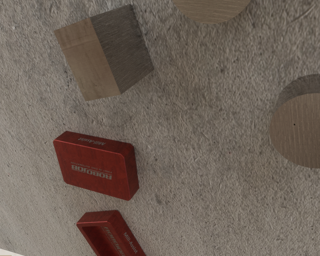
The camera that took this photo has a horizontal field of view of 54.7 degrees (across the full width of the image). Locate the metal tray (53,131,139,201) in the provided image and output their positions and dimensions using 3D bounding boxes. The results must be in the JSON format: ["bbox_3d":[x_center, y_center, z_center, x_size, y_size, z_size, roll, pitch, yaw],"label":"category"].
[{"bbox_3d":[-0.101,0.059,0.494,0.130,0.030,0.089,10,123,23],"label":"metal tray"}]

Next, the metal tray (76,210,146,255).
[{"bbox_3d":[-0.089,0.217,0.584,0.090,0.030,0.129,-15,111,34],"label":"metal tray"}]

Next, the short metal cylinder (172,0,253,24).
[{"bbox_3d":[0.052,-0.139,0.277,0.080,0.050,0.079,13,124,21],"label":"short metal cylinder"}]

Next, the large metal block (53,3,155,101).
[{"bbox_3d":[-0.058,-0.086,0.349,0.050,0.080,0.080,-7,115,31],"label":"large metal block"}]

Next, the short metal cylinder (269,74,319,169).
[{"bbox_3d":[0.154,-0.007,0.305,0.080,0.050,0.079,13,124,21],"label":"short metal cylinder"}]
